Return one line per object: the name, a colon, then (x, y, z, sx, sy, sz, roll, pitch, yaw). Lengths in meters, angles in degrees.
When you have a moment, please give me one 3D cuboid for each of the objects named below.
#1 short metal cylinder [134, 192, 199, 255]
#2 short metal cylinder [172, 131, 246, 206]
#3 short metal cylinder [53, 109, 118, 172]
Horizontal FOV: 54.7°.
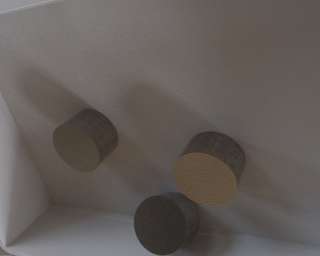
short metal cylinder: (0.010, 0.135, 0.446, 0.080, 0.050, 0.080, -3, 84, 27)
short metal cylinder: (0.063, 0.051, 0.390, 0.080, 0.050, 0.079, 13, 124, 20)
short metal cylinder: (-0.110, 0.019, 0.460, 0.080, 0.050, 0.079, 13, 124, 20)
